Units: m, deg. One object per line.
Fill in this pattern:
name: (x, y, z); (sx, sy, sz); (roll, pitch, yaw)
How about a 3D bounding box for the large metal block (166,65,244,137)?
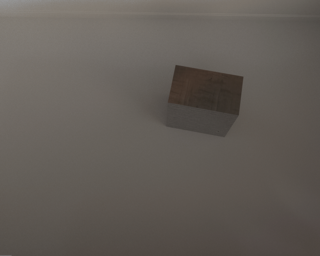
large metal block: (0.053, -0.031, 0.392); (0.080, 0.080, 0.050); (10, 71, 3)
